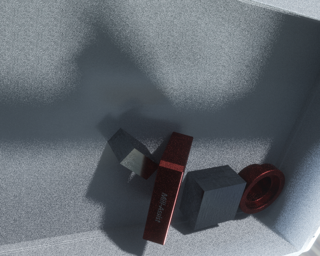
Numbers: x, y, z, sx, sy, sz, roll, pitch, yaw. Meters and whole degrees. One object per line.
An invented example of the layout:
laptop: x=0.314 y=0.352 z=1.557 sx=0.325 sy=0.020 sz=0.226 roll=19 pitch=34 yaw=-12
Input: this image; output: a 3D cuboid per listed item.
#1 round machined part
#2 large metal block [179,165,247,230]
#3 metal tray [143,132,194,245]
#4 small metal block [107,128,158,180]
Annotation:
round machined part: x=0.172 y=0.104 z=0.559 sx=0.099 sy=0.042 sz=0.097 roll=-14 pitch=125 yaw=-21
large metal block: x=0.085 y=0.113 z=0.512 sx=0.081 sy=0.050 sz=0.079 roll=-6 pitch=121 yaw=-26
metal tray: x=0.012 y=0.081 z=0.425 sx=0.030 sy=0.090 sz=0.129 roll=15 pitch=117 yaw=7
small metal block: x=-0.034 y=0.033 z=0.396 sx=0.025 sy=0.050 sz=0.050 roll=-47 pitch=130 yaw=4
